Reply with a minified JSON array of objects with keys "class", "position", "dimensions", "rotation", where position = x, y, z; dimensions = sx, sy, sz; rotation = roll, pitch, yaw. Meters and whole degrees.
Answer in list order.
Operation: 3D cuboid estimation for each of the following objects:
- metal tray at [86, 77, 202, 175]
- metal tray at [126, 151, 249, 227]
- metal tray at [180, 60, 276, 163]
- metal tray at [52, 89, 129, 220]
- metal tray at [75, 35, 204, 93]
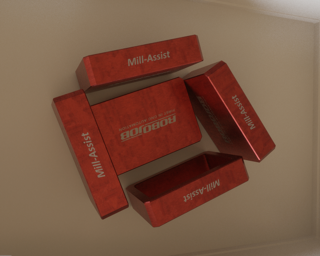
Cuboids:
[{"class":"metal tray","position":[-0.019,-0.004,0.399],"dimensions":[0.131,0.030,0.090],"rotation":[-21,97,-19]},{"class":"metal tray","position":[0.031,0.069,0.387],"dimensions":[0.131,0.090,0.030],"rotation":[-22,98,-19]},{"class":"metal tray","position":[0.083,-0.019,0.407],"dimensions":[0.030,0.090,0.130],"rotation":[-38,103,-15]},{"class":"metal tray","position":[-0.081,0.027,0.344],"dimensions":[0.030,0.090,0.129],"rotation":[-23,98,-19]},{"class":"metal tray","position":[-0.027,-0.073,0.364],"dimensions":[0.131,0.090,0.030],"rotation":[-17,96,-20]}]
